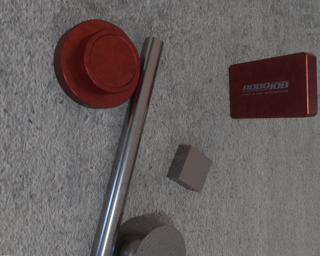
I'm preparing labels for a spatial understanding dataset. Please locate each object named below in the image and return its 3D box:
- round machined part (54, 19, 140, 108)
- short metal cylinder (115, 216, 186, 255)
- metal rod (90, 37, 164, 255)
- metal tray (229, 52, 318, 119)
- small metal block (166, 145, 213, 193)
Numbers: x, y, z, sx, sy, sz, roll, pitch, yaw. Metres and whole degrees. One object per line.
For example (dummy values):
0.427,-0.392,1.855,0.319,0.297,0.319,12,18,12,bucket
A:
-0.061,-0.071,0.342,0.099,0.042,0.097,0,90,-40,round machined part
-0.015,0.153,0.376,0.081,0.050,0.080,0,90,-40,short metal cylinder
-0.040,0.032,0.371,0.025,0.025,0.299,21,77,-38,metal rod
0.169,-0.060,0.478,0.030,0.130,0.089,-5,93,-40,metal tray
0.043,0.058,0.441,0.050,0.025,0.050,37,68,-34,small metal block
